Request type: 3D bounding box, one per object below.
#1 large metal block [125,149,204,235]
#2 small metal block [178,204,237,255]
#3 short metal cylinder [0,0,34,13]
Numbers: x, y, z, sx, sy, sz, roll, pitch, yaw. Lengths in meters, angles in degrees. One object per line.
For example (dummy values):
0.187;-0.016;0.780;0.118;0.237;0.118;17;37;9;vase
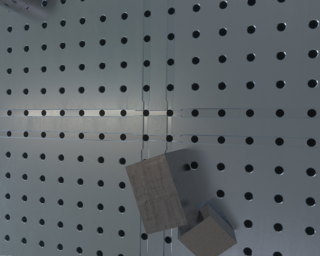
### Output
0.009;0.073;0.380;0.050;0.080;0.080;-21;83;19;large metal block
0.058;0.132;0.383;0.050;0.025;0.050;-41;101;15;small metal block
-0.241;-0.229;0.484;0.080;0.050;0.079;0;90;20;short metal cylinder
